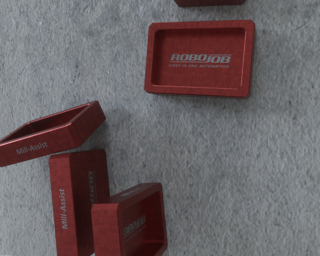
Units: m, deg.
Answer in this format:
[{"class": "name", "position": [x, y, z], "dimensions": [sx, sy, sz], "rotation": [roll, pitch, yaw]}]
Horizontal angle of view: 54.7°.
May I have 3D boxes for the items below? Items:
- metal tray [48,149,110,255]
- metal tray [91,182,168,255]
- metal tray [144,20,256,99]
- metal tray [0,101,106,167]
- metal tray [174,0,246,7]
[{"class": "metal tray", "position": [-0.100, 0.095, 0.407], "dimensions": [0.030, 0.090, 0.129], "rotation": [-7, 88, 18]}, {"class": "metal tray", "position": [-0.029, 0.119, 0.363], "dimensions": [0.030, 0.130, 0.089], "rotation": [-6, 88, 20]}, {"class": "metal tray", "position": [0.049, -0.085, 0.388], "dimensions": [0.130, 0.030, 0.089], "rotation": [5, 92, 19]}, {"class": "metal tray", "position": [-0.150, 0.006, 0.423], "dimensions": [0.130, 0.090, 0.030], "rotation": [-15, 110, 19]}, {"class": "metal tray", "position": [0.064, -0.221, 0.383], "dimensions": [0.090, 0.030, 0.129], "rotation": [5, 92, 19]}]
